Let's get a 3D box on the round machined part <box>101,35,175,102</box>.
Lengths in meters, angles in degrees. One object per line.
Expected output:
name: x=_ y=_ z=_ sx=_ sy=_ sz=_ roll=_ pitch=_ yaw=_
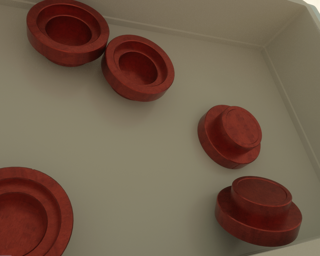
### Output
round machined part: x=-0.033 y=-0.077 z=0.425 sx=0.099 sy=0.042 sz=0.098 roll=14 pitch=56 yaw=-21

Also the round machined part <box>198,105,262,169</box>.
round machined part: x=0.108 y=0.007 z=0.451 sx=0.099 sy=0.042 sz=0.098 roll=14 pitch=56 yaw=-21

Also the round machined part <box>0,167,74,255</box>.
round machined part: x=-0.130 y=0.087 z=0.272 sx=0.099 sy=0.042 sz=0.098 roll=14 pitch=56 yaw=-21

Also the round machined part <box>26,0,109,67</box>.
round machined part: x=-0.118 y=-0.118 z=0.399 sx=0.099 sy=0.042 sz=0.098 roll=11 pitch=54 yaw=-15

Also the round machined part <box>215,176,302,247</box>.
round machined part: x=0.118 y=0.091 z=0.370 sx=0.099 sy=0.042 sz=0.098 roll=4 pitch=19 yaw=-1
